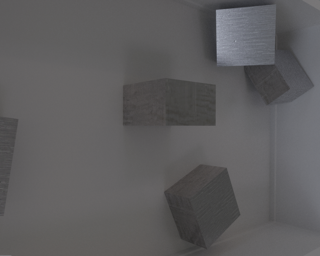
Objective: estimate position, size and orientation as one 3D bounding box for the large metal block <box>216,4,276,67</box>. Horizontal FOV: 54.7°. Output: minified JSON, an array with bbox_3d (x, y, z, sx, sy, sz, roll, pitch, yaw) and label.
[{"bbox_3d":[0.128,-0.135,0.461,0.050,0.080,0.079,-42,130,-67],"label":"large metal block"}]

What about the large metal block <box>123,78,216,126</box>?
[{"bbox_3d":[0.011,-0.028,0.380,0.081,0.080,0.050,0,90,-40],"label":"large metal block"}]

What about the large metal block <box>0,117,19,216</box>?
[{"bbox_3d":[-0.169,0.026,0.248,0.081,0.050,0.080,10,83,-40],"label":"large metal block"}]

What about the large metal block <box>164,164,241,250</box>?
[{"bbox_3d":[0.062,0.108,0.443,0.081,0.050,0.080,-30,109,-36],"label":"large metal block"}]

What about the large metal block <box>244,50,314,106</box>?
[{"bbox_3d":[0.207,-0.089,0.541,0.081,0.050,0.080,-10,67,-39],"label":"large metal block"}]
